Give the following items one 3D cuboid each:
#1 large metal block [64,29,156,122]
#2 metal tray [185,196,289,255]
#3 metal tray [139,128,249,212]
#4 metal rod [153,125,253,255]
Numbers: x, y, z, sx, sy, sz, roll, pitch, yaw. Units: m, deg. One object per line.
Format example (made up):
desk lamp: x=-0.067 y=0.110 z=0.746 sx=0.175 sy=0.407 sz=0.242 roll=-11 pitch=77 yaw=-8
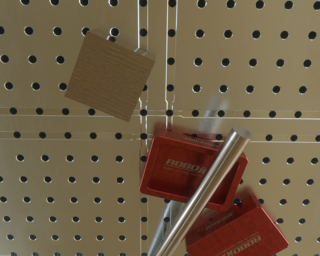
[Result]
large metal block: x=-0.058 y=-0.064 z=0.376 sx=0.080 sy=0.050 sz=0.079 roll=22 pitch=109 yaw=-8
metal tray: x=0.116 y=0.173 z=0.476 sx=0.130 sy=0.030 sz=0.090 roll=-35 pitch=107 yaw=11
metal tray: x=0.044 y=0.060 z=0.432 sx=0.131 sy=0.030 sz=0.089 roll=14 pitch=110 yaw=-6
metal rod: x=0.039 y=0.121 z=0.427 sx=0.025 sy=0.025 sz=0.298 roll=21 pitch=120 yaw=-8
